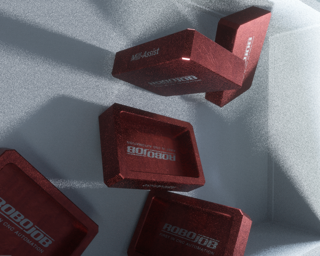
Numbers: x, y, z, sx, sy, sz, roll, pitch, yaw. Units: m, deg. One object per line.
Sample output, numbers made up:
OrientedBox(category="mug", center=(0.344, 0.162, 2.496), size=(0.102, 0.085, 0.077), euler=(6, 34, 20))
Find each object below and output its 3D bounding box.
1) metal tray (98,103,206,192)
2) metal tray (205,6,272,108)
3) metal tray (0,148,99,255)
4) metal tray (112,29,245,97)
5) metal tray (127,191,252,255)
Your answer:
OrientedBox(category="metal tray", center=(-0.007, 0.028, 0.375), size=(0.131, 0.030, 0.090), euler=(13, 56, -39))
OrientedBox(category="metal tray", center=(0.114, -0.104, 0.461), size=(0.091, 0.030, 0.129), euler=(-32, 141, -35))
OrientedBox(category="metal tray", center=(-0.132, 0.093, 0.293), size=(0.090, 0.030, 0.130), euler=(-52, 121, -27))
OrientedBox(category="metal tray", center=(0.017, -0.067, 0.354), size=(0.091, 0.130, 0.030), euler=(17, 80, -39))
OrientedBox(category="metal tray", center=(0.031, 0.128, 0.362), size=(0.030, 0.130, 0.090), euler=(42, 62, -45))
